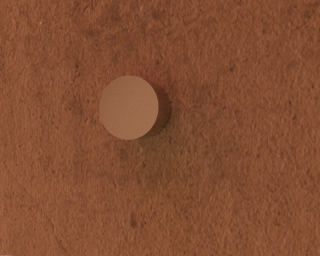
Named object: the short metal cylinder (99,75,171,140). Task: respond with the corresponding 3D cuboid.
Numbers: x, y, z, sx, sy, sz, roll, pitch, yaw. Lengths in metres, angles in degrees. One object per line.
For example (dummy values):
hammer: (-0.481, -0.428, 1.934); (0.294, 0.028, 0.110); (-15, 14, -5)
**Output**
short metal cylinder: (-0.031, -0.025, 0.406); (0.080, 0.050, 0.079); (0, 90, 19)
